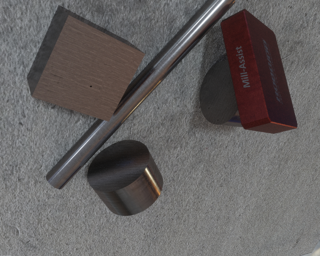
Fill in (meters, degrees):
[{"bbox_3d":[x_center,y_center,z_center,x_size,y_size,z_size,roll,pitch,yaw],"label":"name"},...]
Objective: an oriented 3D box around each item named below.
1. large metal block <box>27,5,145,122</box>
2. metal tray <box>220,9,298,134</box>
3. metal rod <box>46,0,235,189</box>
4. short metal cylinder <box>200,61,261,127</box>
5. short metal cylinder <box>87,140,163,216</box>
[{"bbox_3d":[-0.075,-0.062,0.311,0.080,0.050,0.080,19,108,-36],"label":"large metal block"},{"bbox_3d":[0.117,-0.061,0.362,0.030,0.129,0.091,-19,164,38],"label":"metal tray"},{"bbox_3d":[-0.026,-0.043,0.366,0.300,0.025,0.025,-47,129,4],"label":"metal rod"},{"bbox_3d":[0.096,-0.042,0.398,0.050,0.080,0.079,5,116,-31],"label":"short metal cylinder"},{"bbox_3d":[-0.042,0.061,0.386,0.080,0.080,0.050,-31,129,-9],"label":"short metal cylinder"}]
